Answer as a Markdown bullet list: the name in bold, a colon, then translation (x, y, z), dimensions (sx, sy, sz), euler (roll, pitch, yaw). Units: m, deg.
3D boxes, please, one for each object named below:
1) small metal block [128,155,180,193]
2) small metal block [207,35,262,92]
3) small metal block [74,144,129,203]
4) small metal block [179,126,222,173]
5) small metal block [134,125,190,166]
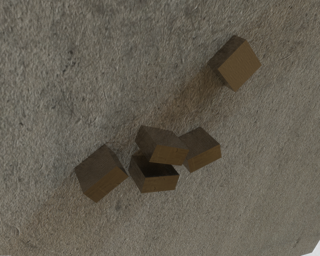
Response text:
- **small metal block**: translation (-0.010, 0.061, 0.423), dimensions (0.050, 0.050, 0.025), euler (1, 118, -29)
- **small metal block**: translation (0.099, -0.084, 0.408), dimensions (0.050, 0.025, 0.050), euler (-46, 129, 4)
- **small metal block**: translation (-0.074, 0.055, 0.384), dimensions (0.050, 0.050, 0.025), euler (-39, 129, -2)
- **small metal block**: translation (0.050, 0.029, 0.436), dimensions (0.050, 0.050, 0.025), euler (-25, 128, -13)
- **small metal block**: translation (0.002, 0.023, 0.406), dimensions (0.050, 0.050, 0.025), euler (11, 113, -33)
